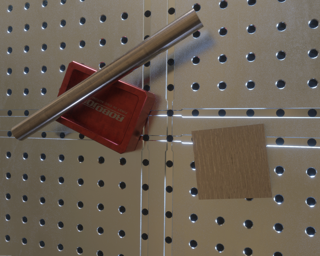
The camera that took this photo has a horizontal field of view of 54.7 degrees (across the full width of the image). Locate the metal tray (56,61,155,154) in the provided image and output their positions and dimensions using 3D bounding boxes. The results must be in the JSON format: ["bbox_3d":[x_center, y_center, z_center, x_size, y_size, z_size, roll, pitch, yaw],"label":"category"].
[{"bbox_3d":[-0.083,-0.030,0.439,0.130,0.030,0.090,25,98,18],"label":"metal tray"}]

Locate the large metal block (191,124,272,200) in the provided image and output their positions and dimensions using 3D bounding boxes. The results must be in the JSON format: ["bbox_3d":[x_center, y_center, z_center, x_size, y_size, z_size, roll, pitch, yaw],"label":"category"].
[{"bbox_3d":[0.087,0.039,0.369,0.080,0.050,0.080,-6,88,20],"label":"large metal block"}]

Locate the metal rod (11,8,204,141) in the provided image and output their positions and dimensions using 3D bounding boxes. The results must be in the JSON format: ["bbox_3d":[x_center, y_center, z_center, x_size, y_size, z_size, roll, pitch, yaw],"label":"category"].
[{"bbox_3d":[-0.080,-0.061,0.408,0.300,0.025,0.025,-29,81,17],"label":"metal rod"}]
